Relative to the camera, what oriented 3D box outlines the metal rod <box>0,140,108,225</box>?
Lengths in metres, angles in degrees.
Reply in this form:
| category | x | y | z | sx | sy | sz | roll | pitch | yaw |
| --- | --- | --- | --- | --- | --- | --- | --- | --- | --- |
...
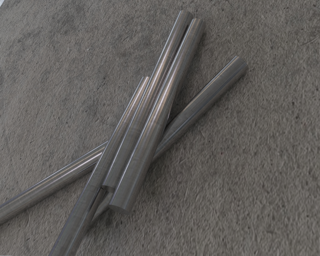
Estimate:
| category | x | y | z | sx | sy | sz | roll | pitch | yaw |
| --- | --- | --- | --- | --- | --- | --- | --- | --- | --- |
| metal rod | -0.187 | 0.099 | 0.441 | 0.300 | 0.025 | 0.025 | -31 | 52 | 8 |

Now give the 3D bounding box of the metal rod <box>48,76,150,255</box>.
| category | x | y | z | sx | sy | sz | roll | pitch | yaw |
| --- | --- | --- | --- | --- | --- | --- | --- | --- | --- |
| metal rod | -0.069 | 0.053 | 0.377 | 0.025 | 0.025 | 0.300 | 4 | 55 | 30 |

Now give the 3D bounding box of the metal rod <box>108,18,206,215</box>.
| category | x | y | z | sx | sy | sz | roll | pitch | yaw |
| --- | --- | --- | --- | --- | --- | --- | --- | --- | --- |
| metal rod | 0.007 | -0.035 | 0.396 | 0.025 | 0.025 | 0.300 | 4 | 55 | 30 |

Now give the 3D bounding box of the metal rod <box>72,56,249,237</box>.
| category | x | y | z | sx | sy | sz | roll | pitch | yaw |
| --- | --- | --- | --- | --- | --- | --- | --- | --- | --- |
| metal rod | -0.001 | 0.022 | 0.391 | 0.300 | 0.025 | 0.025 | -45 | 51 | -3 |

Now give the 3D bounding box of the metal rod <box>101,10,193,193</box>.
| category | x | y | z | sx | sy | sz | roll | pitch | yaw |
| --- | --- | --- | --- | --- | --- | --- | --- | --- | --- |
| metal rod | -0.007 | -0.053 | 0.421 | 0.025 | 0.025 | 0.300 | 3 | 57 | 30 |
